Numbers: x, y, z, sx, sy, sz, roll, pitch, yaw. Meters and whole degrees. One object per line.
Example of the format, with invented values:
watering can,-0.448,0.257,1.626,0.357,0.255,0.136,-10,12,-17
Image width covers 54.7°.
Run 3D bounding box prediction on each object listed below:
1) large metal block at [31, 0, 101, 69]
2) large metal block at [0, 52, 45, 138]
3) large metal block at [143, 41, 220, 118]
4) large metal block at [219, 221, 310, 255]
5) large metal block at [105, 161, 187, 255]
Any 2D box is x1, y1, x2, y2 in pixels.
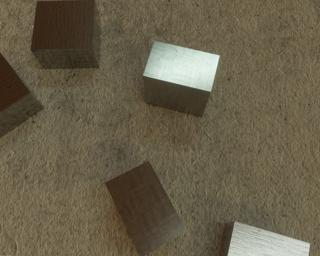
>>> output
large metal block,-0.130,-0.132,0.442,0.081,0.050,0.080,-2,70,-1
large metal block,-0.217,-0.041,0.408,0.080,0.050,0.080,-38,74,-13
large metal block,0.026,-0.060,0.401,0.080,0.080,0.050,14,71,5
large metal block,0.108,0.155,0.339,0.080,0.050,0.080,16,71,5
large metal block,-0.015,0.091,0.345,0.050,0.080,0.080,-27,72,-9
